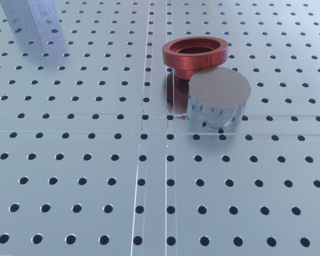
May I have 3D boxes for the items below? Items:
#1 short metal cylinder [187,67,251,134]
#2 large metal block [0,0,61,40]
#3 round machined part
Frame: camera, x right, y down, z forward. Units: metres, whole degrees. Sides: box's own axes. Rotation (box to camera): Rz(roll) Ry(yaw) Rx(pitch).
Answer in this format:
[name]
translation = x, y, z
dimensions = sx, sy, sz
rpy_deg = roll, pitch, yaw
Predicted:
[short metal cylinder]
translation = 0.078, -0.039, 0.424
dimensions = 0.081, 0.050, 0.080
rpy_deg = 0, 50, 0
[large metal block]
translation = -0.234, -0.216, 0.551
dimensions = 0.080, 0.080, 0.050
rpy_deg = 25, 55, 19
[round machined part]
translation = 0.054, -0.105, 0.473
dimensions = 0.099, 0.042, 0.098
rpy_deg = -4, 31, 3
